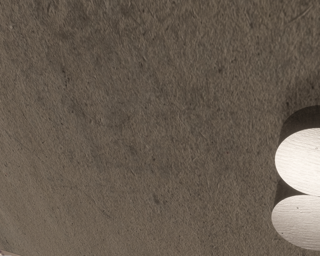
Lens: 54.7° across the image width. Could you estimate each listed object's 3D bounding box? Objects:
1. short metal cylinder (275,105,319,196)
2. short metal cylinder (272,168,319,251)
[{"bbox_3d":[0.164,0.023,0.318,0.080,0.050,0.079,13,124,20],"label":"short metal cylinder"},{"bbox_3d":[0.174,0.092,0.356,0.080,0.050,0.079,13,124,20],"label":"short metal cylinder"}]
